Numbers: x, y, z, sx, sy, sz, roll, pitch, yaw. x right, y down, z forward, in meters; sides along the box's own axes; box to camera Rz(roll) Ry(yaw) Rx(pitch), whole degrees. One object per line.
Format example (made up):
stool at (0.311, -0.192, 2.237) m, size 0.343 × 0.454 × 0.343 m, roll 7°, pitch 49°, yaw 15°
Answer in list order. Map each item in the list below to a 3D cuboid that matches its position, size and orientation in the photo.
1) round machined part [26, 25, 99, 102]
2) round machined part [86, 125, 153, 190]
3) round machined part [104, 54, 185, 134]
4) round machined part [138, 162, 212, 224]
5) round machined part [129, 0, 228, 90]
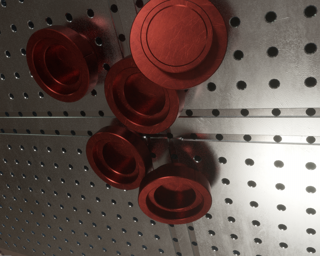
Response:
round machined part at (-0.123, -0.086, 0.409) m, size 0.098 × 0.042 × 0.097 m, roll 13°, pitch 124°, yaw 20°
round machined part at (-0.055, 0.039, 0.451) m, size 0.098 × 0.042 × 0.097 m, roll 13°, pitch 124°, yaw 21°
round machined part at (-0.015, -0.045, 0.379) m, size 0.098 × 0.042 × 0.097 m, roll 13°, pitch 124°, yaw 20°
round machined part at (0.021, 0.086, 0.427) m, size 0.099 × 0.042 × 0.097 m, roll 1°, pitch 127°, yaw 2°
round machined part at (0.018, -0.087, 0.308) m, size 0.099 × 0.042 × 0.097 m, roll 0°, pitch 95°, yaw 6°
